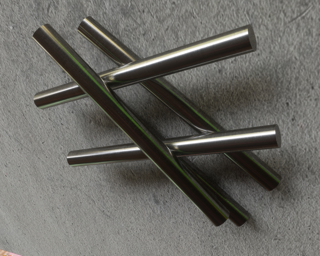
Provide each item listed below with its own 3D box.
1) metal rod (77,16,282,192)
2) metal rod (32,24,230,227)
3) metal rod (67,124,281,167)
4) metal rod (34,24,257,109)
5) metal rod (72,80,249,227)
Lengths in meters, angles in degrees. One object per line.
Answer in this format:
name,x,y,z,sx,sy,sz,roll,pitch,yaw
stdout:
metal rod,0.023,-0.029,0.376,0.300,0.025,0.025,40,129,0
metal rod,-0.029,0.001,0.358,0.300,0.025,0.025,46,129,-5
metal rod,-0.005,0.028,0.395,0.300,0.025,0.025,-9,114,31
metal rod,-0.042,-0.060,0.360,0.300,0.025,0.025,-10,114,32
metal rod,0.001,0.026,0.421,0.300,0.025,0.025,42,129,-1
